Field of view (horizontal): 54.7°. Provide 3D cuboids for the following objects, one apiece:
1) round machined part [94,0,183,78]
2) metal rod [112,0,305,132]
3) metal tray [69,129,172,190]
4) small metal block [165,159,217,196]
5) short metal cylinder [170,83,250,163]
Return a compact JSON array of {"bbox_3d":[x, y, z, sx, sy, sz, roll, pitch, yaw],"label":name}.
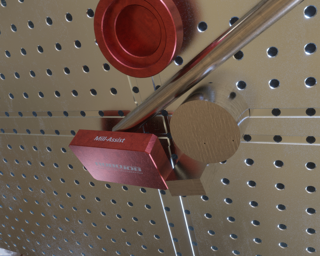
[{"bbox_3d":[-0.020,-0.108,0.342,0.098,0.042,0.097,13,124,20],"label":"round machined part"},{"bbox_3d":[0.037,-0.062,0.352,0.025,0.025,0.299,49,128,-7],"label":"metal rod"},{"bbox_3d":[-0.054,0.045,0.445,0.130,0.030,0.090,3,139,26],"label":"metal tray"},{"bbox_3d":[0.042,0.064,0.411,0.050,0.050,0.025,-10,113,32],"label":"small metal block"},{"bbox_3d":[0.058,-0.006,0.360,0.080,0.050,0.079,13,124,20],"label":"short metal cylinder"}]
